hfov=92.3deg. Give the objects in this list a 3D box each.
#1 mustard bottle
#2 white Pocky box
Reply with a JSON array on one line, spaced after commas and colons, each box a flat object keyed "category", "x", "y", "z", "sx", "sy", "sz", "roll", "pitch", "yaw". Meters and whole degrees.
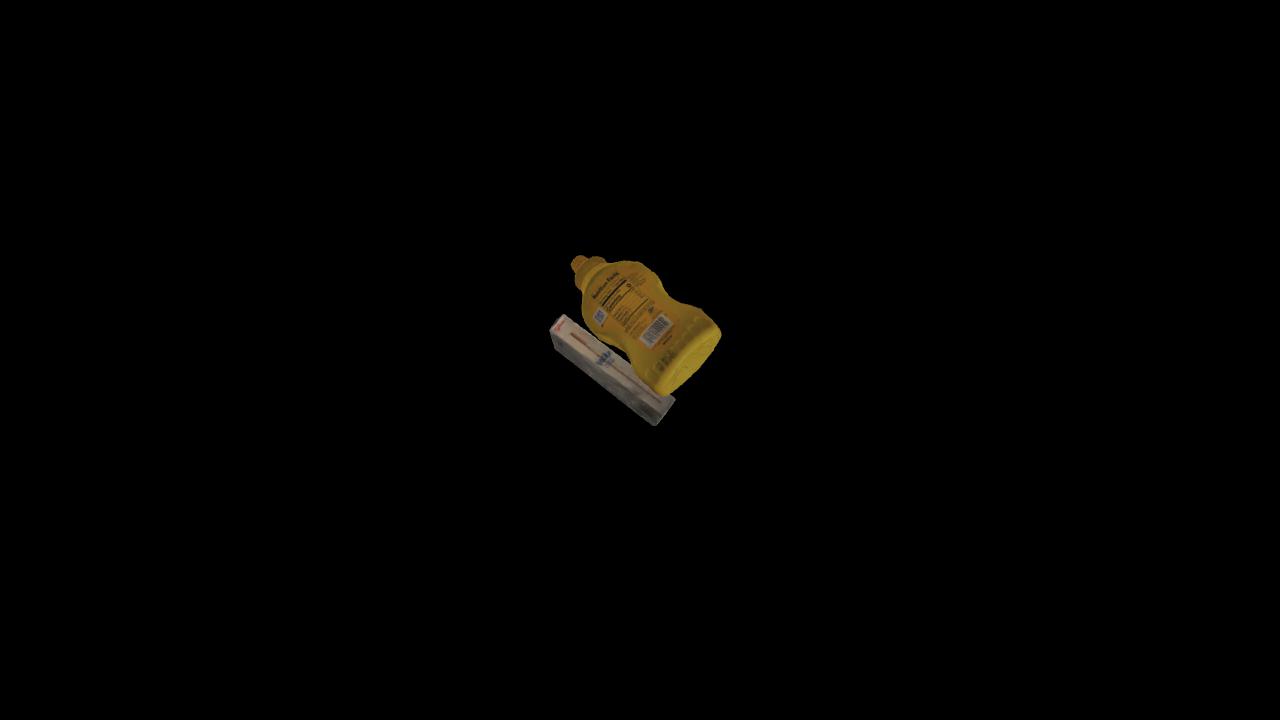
[{"category": "mustard bottle", "x": -0.010, "y": -0.053, "z": 0.632, "sx": 0.184, "sy": 0.092, "sz": 0.054, "roll": 43, "pitch": 6, "yaw": 27}, {"category": "white Pocky box", "x": -0.033, "y": 0.014, "z": 0.689, "sx": 0.154, "sy": 0.028, "sz": 0.084, "roll": 38, "pitch": -13, "yaw": 5}]
